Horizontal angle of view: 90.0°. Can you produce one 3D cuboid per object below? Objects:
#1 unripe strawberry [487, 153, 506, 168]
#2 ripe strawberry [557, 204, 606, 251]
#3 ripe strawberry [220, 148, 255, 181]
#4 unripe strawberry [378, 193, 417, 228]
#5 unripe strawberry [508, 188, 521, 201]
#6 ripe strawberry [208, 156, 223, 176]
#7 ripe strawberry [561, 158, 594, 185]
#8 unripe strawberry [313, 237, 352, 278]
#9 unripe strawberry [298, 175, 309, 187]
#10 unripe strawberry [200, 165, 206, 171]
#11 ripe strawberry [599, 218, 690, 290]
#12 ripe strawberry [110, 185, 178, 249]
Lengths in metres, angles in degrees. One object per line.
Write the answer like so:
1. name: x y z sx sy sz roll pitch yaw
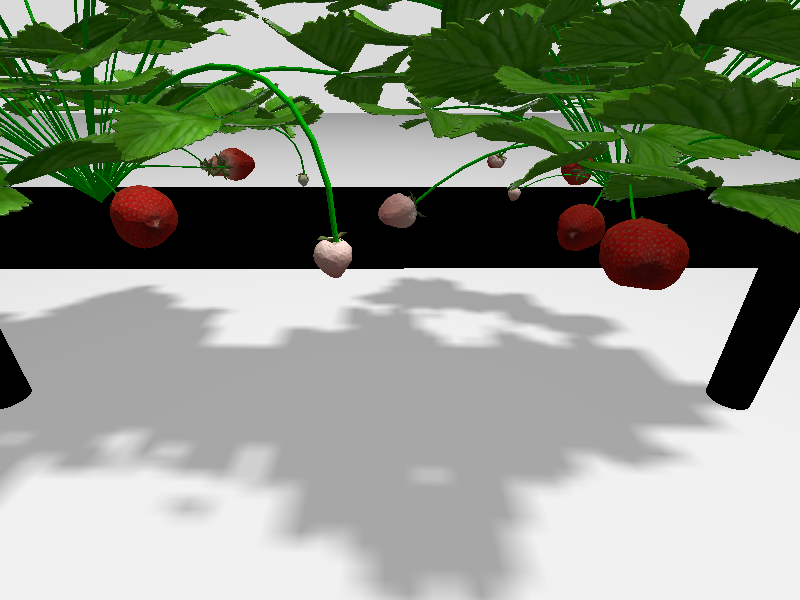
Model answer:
1. unripe strawberry: 0.121 -0.175 0.505 0.023 0.020 0.021 -10 -7 -19
2. ripe strawberry: 0.103 -0.041 0.231 0.026 0.027 0.028 17 32 31
3. ripe strawberry: -0.174 -0.146 0.432 0.037 0.033 0.034 20 32 35
4. unripe strawberry: -0.003 -0.059 0.268 0.024 0.023 0.026 -21 32 -16
5. unripe strawberry: 0.102 -0.094 0.358 0.011 0.011 0.011 3 27 7
6. ripe strawberry: -0.205 -0.152 0.455 0.027 0.023 0.027 11 28 21
7. ripe strawberry: 0.184 -0.138 0.420 0.032 0.034 0.035 -2 26 -3
8. unripe strawberry: -0.033 -0.021 0.200 0.019 0.020 0.018 18 32 31
9. unripe strawberry: -0.096 -0.119 0.400 0.011 0.012 0.011 -10 28 -18
10. unripe strawberry: -0.241 -0.165 0.497 0.011 0.010 0.011 3 -20 6
11. ripe strawberry: 0.109 -0.019 0.179 0.036 0.031 0.036 11 29 21
12. ripe strawberry: -0.150 -0.048 0.238 0.035 0.037 0.037 -23 35 -38
